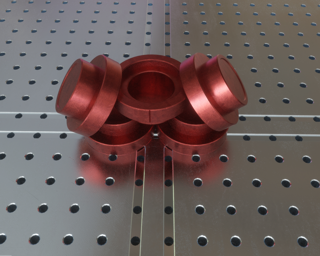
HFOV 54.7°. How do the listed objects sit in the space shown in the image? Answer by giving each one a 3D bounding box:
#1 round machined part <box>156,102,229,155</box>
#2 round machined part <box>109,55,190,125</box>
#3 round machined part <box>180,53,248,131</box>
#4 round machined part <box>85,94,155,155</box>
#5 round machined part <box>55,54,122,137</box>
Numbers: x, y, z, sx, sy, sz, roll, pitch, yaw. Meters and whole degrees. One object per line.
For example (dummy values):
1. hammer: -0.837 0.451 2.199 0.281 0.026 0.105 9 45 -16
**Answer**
1. round machined part: 0.043 -0.016 0.410 0.099 0.042 0.098 0 50 0
2. round machined part: -0.010 -0.043 0.376 0.099 0.042 0.098 0 50 0
3. round machined part: 0.070 -0.049 0.372 0.042 0.098 0.098 -29 42 30
4. round machined part: -0.055 -0.016 0.409 0.099 0.042 0.098 0 50 0
5. round machined part: -0.089 -0.042 0.365 0.042 0.098 0.098 23 42 -32
